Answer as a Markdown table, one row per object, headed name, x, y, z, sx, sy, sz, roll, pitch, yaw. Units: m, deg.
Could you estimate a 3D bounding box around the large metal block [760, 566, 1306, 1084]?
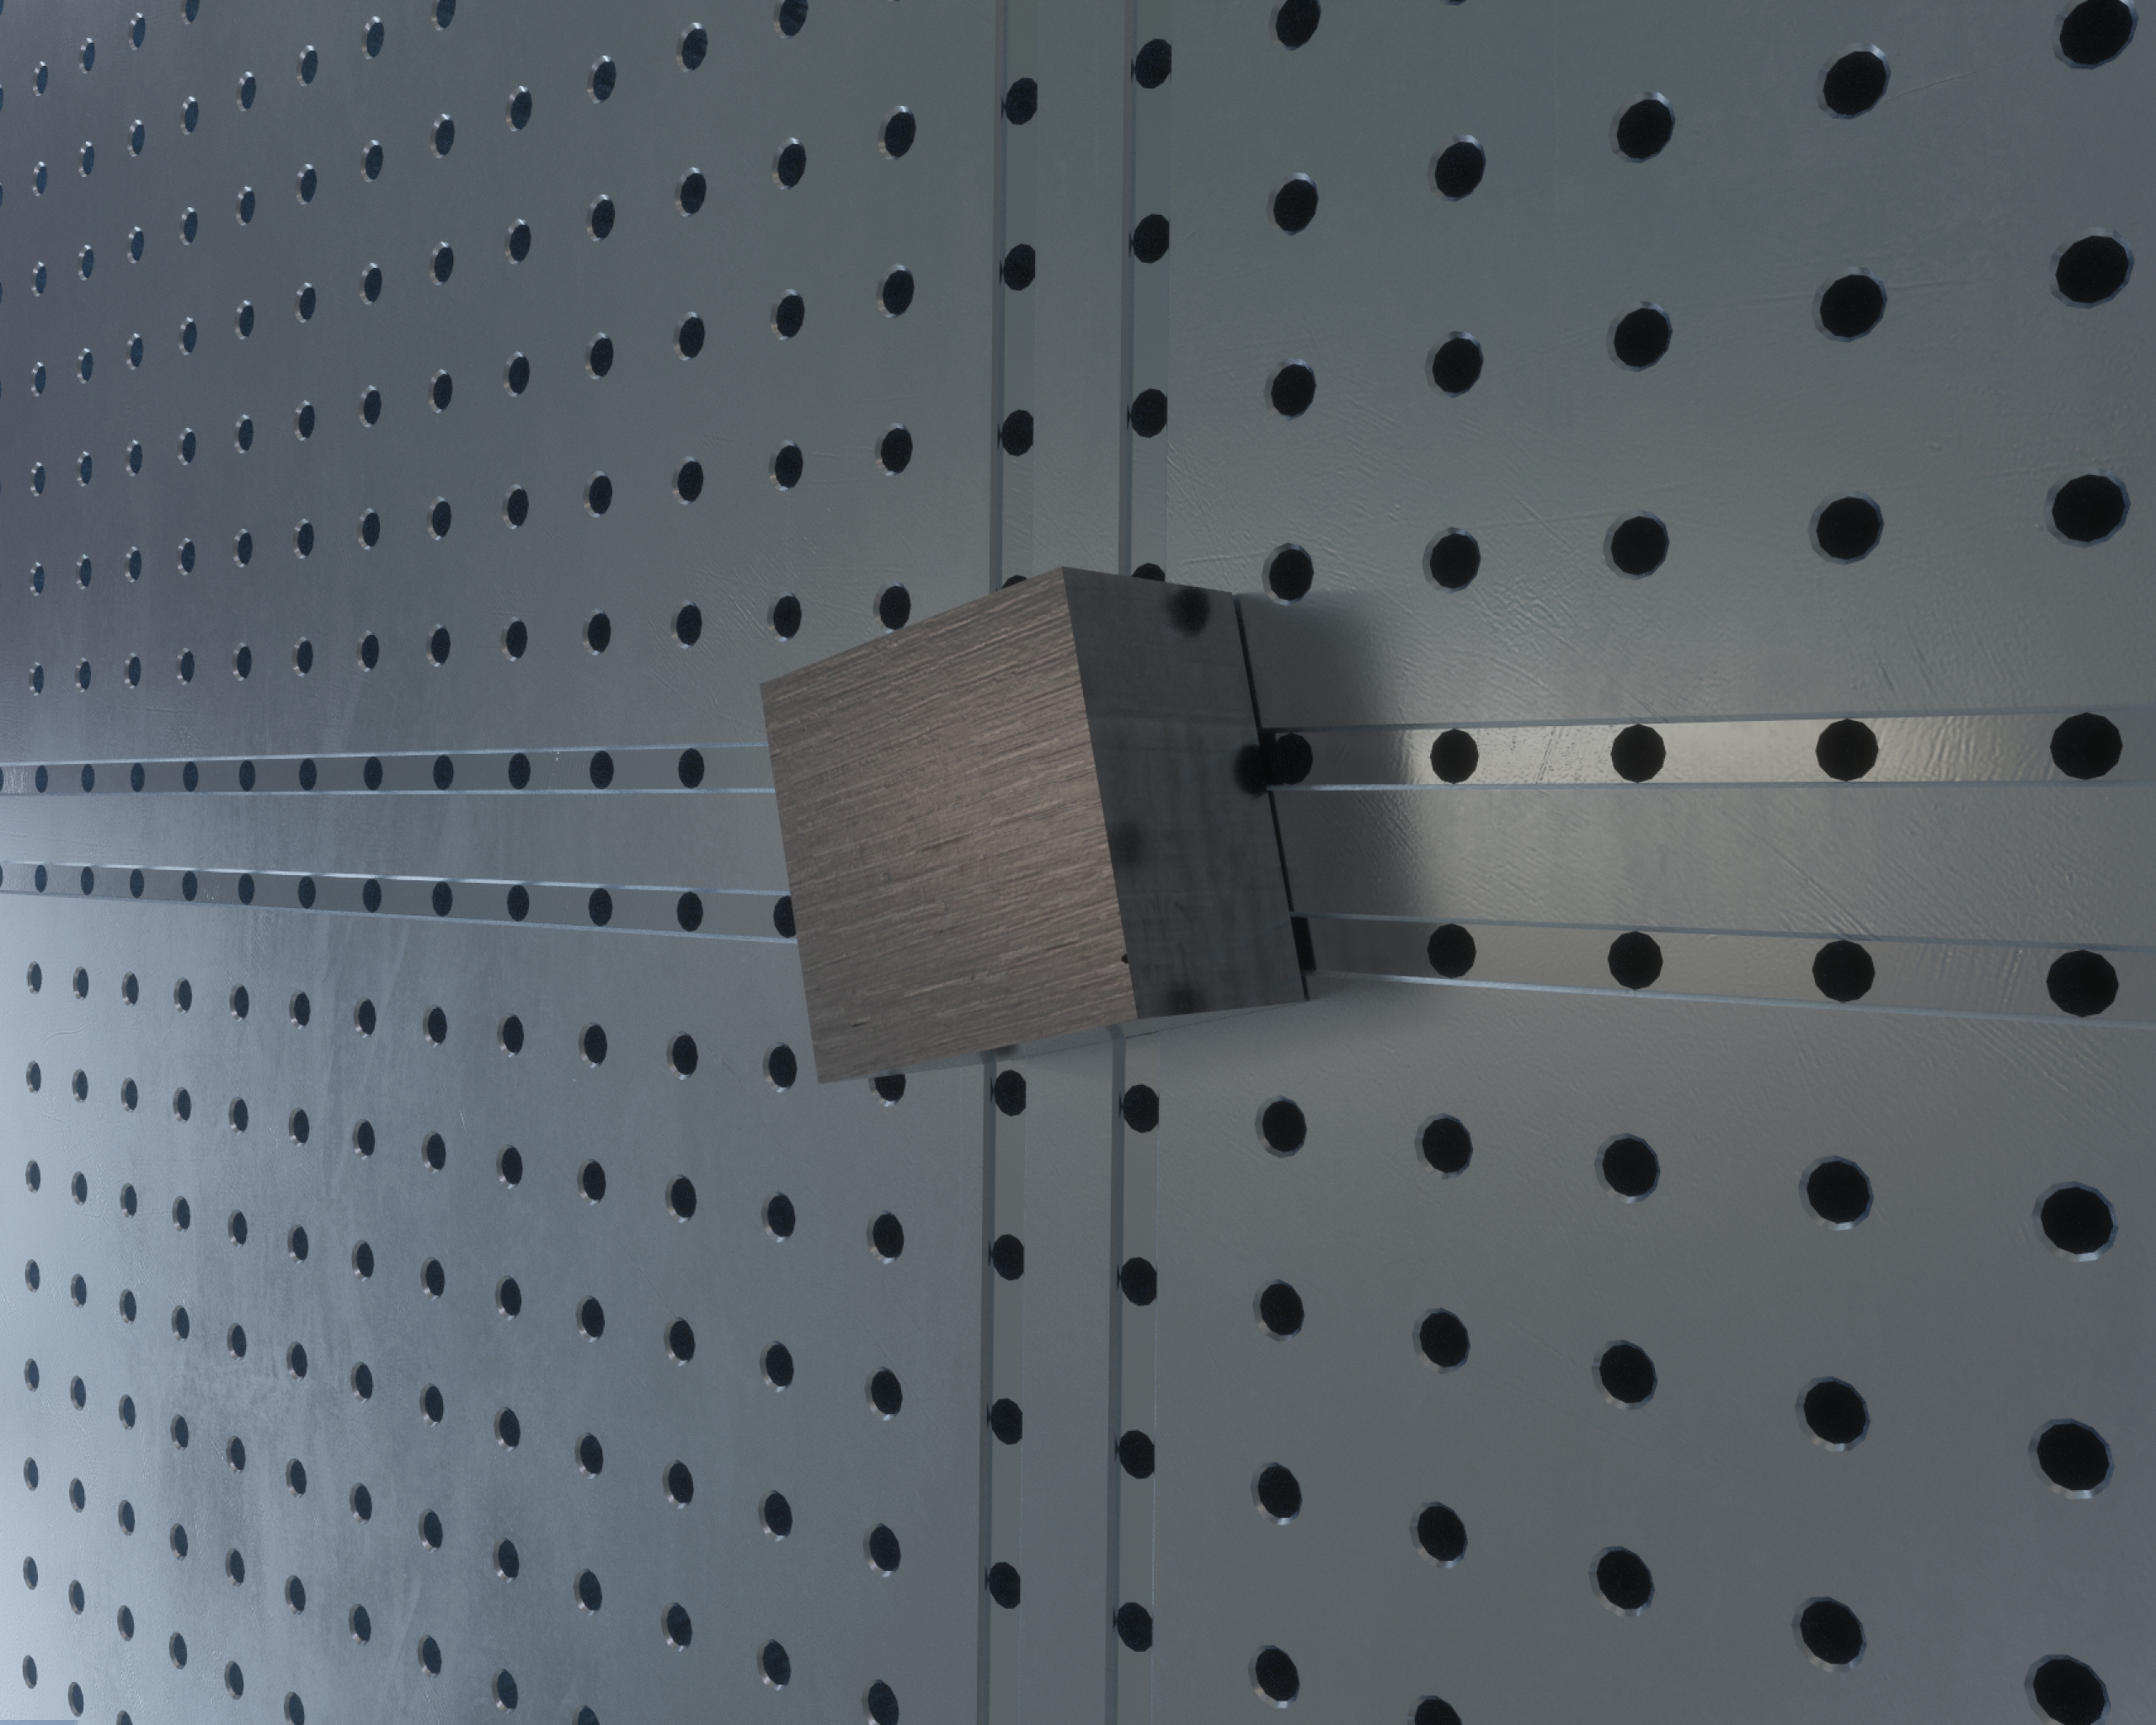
| name | x | y | z | sx | sy | sz | roll | pitch | yaw |
| --- | --- | --- | --- | --- | --- | --- | --- | --- | --- |
| large metal block | -0.010 | -0.005 | 0.401 | 0.080 | 0.050 | 0.080 | -15 | 81 | 39 |
